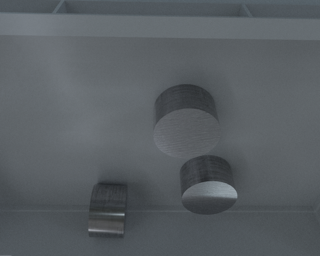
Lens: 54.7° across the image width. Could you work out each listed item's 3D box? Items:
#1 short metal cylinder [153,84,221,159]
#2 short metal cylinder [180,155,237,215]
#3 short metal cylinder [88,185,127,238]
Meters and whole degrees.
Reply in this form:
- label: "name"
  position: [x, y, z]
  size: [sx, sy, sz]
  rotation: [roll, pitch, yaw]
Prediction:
- label: "short metal cylinder"
  position: [0.032, -0.008, 0.387]
  size: [0.081, 0.050, 0.079]
  rotation: [0, 130, 0]
- label: "short metal cylinder"
  position: [0.071, 0.087, 0.468]
  size: [0.081, 0.050, 0.079]
  rotation: [0, 130, 0]
- label: "short metal cylinder"
  position: [-0.079, 0.129, 0.482]
  size: [0.050, 0.080, 0.079]
  rotation: [3, 130, -3]
